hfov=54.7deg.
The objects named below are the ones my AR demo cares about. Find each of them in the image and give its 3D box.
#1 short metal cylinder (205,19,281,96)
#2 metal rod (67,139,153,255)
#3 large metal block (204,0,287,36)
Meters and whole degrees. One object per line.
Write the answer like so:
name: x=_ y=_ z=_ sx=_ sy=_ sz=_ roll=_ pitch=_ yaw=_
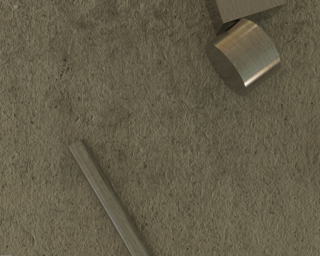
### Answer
short metal cylinder: x=0.101 y=-0.086 z=0.383 sx=0.050 sy=0.080 sz=0.080 roll=-37 pitch=90 yaw=0
metal rod: x=-0.036 y=0.149 z=0.409 sx=0.025 sy=0.025 sz=0.299 roll=-30 pitch=90 yaw=0
large metal block: x=0.102 y=-0.176 z=0.398 sx=0.080 sy=0.050 sz=0.080 roll=-18 pitch=90 yaw=0
